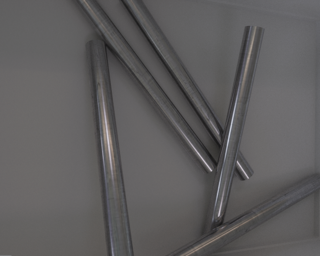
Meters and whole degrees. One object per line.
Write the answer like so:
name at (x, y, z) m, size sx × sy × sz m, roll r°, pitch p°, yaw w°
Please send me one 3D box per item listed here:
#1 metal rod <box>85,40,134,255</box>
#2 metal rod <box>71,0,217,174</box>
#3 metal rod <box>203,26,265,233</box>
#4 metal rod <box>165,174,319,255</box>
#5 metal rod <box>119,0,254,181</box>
metal rod at (-0.054, 0.036, 0.330) m, size 0.025 × 0.025 × 0.299 m, roll -3°, pitch 68°, yaw -20°
metal rod at (-0.019, -0.060, 0.403) m, size 0.025 × 0.025 × 0.300 m, roll -41°, pitch 103°, yaw -15°
metal rod at (0.096, 0.017, 0.417) m, size 0.025 × 0.025 × 0.298 m, roll 7°, pitch 98°, yaw -20°
metal rod at (0.130, 0.127, 0.435) m, size 0.302 × 0.025 × 0.025 m, roll -17°, pitch 96°, yaw -28°
metal rod at (0.042, -0.050, 0.425) m, size 0.025 × 0.025 × 0.299 m, roll -39°, pitch 103°, yaw -16°
